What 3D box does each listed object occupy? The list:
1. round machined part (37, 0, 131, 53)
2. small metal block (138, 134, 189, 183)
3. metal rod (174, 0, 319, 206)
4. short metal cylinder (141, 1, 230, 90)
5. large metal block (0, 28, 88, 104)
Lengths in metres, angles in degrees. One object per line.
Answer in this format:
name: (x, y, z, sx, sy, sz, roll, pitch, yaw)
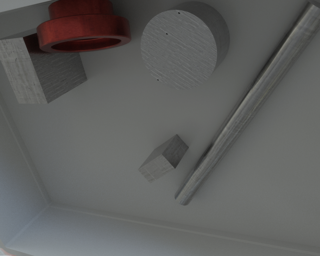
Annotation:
round machined part: (-0.083, -0.112, 0.339, 0.098, 0.099, 0.042, -4, 98, 29)
small metal block: (0.005, 0.041, 0.414, 0.025, 0.050, 0.050, 48, 129, -6)
metal rod: (0.086, -0.002, 0.361, 0.025, 0.025, 0.298, 32, 128, 7)
short metal cylinder: (0.027, -0.086, 0.324, 0.080, 0.050, 0.079, 13, 124, 20)
large metal block: (-0.148, -0.084, 0.397, 0.050, 0.080, 0.079, 3, 120, 26)
